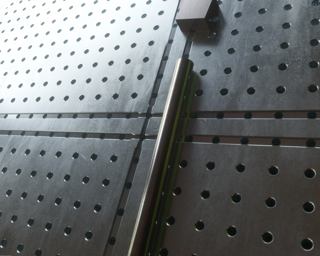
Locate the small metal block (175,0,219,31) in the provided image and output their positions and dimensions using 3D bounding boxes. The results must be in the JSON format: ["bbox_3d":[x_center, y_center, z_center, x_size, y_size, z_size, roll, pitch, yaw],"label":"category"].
[{"bbox_3d":[0.059,-0.182,0.488,0.050,0.025,0.050,9,66,31],"label":"small metal block"}]

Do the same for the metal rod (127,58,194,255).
[{"bbox_3d":[0.003,0.039,0.381,0.025,0.025,0.300,0,62,28],"label":"metal rod"}]
